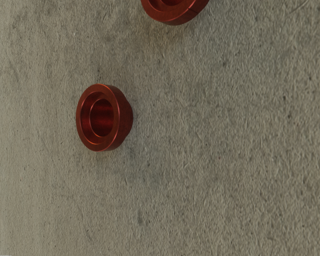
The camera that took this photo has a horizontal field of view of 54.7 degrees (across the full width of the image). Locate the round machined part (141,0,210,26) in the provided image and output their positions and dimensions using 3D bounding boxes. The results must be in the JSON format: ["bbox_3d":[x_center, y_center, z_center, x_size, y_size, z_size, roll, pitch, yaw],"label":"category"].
[{"bbox_3d":[0.025,-0.173,0.373,0.098,0.042,0.097,0,90,40],"label":"round machined part"}]

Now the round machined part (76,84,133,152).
[{"bbox_3d":[-0.078,-0.015,0.459,0.098,0.042,0.097,0,90,40],"label":"round machined part"}]
